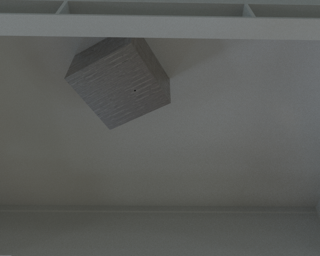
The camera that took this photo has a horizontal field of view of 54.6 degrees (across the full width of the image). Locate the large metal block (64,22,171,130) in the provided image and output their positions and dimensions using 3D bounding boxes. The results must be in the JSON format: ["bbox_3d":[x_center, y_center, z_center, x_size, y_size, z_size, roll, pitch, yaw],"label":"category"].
[{"bbox_3d":[-0.043,-0.055,0.345,0.080,0.050,0.080,-23,127,18],"label":"large metal block"}]
